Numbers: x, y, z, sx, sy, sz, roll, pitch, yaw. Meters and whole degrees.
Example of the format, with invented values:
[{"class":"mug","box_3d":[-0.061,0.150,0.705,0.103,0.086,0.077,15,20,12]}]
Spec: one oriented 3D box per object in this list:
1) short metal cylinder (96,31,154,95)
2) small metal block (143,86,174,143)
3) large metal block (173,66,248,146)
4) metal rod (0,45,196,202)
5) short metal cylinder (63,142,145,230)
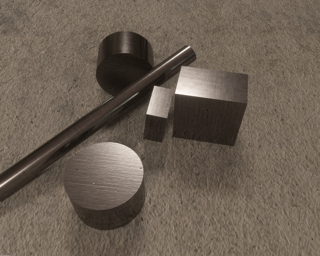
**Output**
[{"class":"short metal cylinder","box_3d":[-0.049,-0.089,0.442,0.081,0.080,0.050,-3,50,-3]},{"class":"small metal block","box_3d":[-0.002,-0.018,0.400,0.025,0.050,0.050,12,51,1]},{"class":"large metal block","box_3d":[0.061,-0.026,0.390,0.080,0.080,0.050,9,51,7]},{"class":"metal rod","box_3d":[-0.072,-0.015,0.385,0.301,0.025,0.025,-38,60,-17]},{"class":"short metal cylinder","box_3d":[-0.057,0.062,0.334,0.081,0.050,0.080,0,50,0]}]
